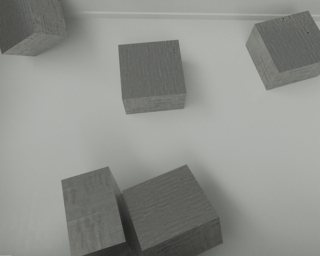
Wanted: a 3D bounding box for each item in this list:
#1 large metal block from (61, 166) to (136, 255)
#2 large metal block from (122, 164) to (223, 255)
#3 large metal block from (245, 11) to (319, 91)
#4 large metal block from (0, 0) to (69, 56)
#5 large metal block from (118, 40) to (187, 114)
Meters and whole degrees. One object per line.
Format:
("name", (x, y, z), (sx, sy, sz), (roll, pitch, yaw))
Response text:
("large metal block", (-0.064, 0.100, 0.335), (0.050, 0.080, 0.080), (-16, 58, -6))
("large metal block", (0.012, 0.098, 0.342), (0.080, 0.050, 0.080), (-21, 39, -8))
("large metal block", (0.180, -0.109, 0.437), (0.081, 0.050, 0.080), (-16, 71, -6))
("large metal block", (-0.178, -0.149, 0.417), (0.080, 0.050, 0.080), (-14, 90, 35))
("large metal block", (-0.011, -0.068, 0.421), (0.081, 0.050, 0.080), (-6, 70, -2))
